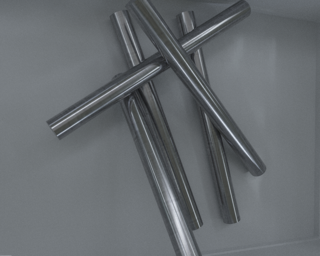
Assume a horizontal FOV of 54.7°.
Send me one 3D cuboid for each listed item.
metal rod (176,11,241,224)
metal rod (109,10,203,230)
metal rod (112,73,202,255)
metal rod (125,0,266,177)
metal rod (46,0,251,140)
[{"bbox_3d":[0.069,-0.011,0.435,0.025,0.025,0.298,-15,95,-19],"label":"metal rod"},{"bbox_3d":[-0.002,-0.004,0.409,0.025,0.025,0.298,-22,98,-19],"label":"metal rod"},{"bbox_3d":[0.004,0.067,0.344,0.025,0.025,0.299,-15,69,-19],"label":"metal rod"},{"bbox_3d":[0.061,-0.035,0.394,0.025,0.025,0.300,-49,120,-13],"label":"metal rod"},{"bbox_3d":[0.001,-0.081,0.379,0.301,0.025,0.025,-36,102,-19],"label":"metal rod"}]
